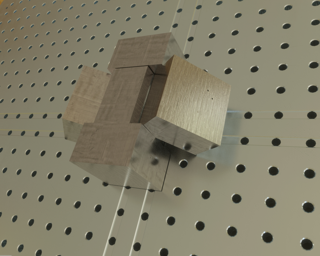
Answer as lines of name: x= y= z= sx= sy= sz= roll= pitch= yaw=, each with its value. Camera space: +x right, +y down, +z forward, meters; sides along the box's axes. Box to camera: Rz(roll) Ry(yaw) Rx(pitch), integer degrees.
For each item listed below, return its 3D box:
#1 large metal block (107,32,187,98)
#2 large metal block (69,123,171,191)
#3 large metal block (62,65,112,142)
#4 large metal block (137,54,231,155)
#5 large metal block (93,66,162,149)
large metal block: x=-0.010 y=-0.079 z=0.424 sx=0.080 sy=0.080 sz=0.050 roll=1 pitch=63 yaw=28
large metal block: x=-0.045 y=0.035 z=0.372 sx=0.080 sy=0.080 sz=0.050 roll=1 pitch=63 yaw=28
large metal block: x=-0.094 y=-0.025 z=0.428 sx=0.050 sy=0.080 sz=0.080 roll=18 pitch=66 yaw=-7
large metal block: x=0.030 y=-0.024 z=0.360 sx=0.050 sy=0.080 sz=0.080 roll=-32 pitch=38 yaw=58
large metal block: x=-0.030 y=-0.021 z=0.399 sx=0.050 sy=0.080 sz=0.080 roll=1 pitch=62 yaw=28
